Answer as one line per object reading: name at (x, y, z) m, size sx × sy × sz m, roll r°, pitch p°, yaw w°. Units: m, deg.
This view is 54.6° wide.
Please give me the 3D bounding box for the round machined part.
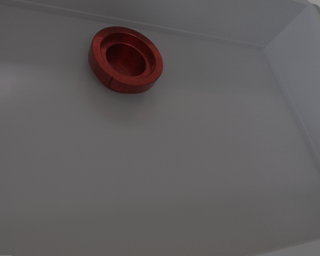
round machined part at (-0.049, -0.086, 0.421) m, size 0.099 × 0.042 × 0.098 m, roll 13°, pitch 56°, yaw -21°
